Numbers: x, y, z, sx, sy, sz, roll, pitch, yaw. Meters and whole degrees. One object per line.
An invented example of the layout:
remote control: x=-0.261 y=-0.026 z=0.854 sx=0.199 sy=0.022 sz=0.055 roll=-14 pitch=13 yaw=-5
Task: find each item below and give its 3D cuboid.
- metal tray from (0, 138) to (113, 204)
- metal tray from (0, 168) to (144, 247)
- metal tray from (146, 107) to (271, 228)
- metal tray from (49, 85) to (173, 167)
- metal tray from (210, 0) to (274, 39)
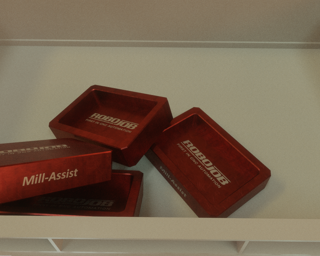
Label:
metal tray: x=-0.123 y=0.035 z=0.292 sx=0.131 sy=0.030 sz=0.090 roll=-5 pitch=10 yaw=-44
metal tray: x=-0.086 y=0.074 z=0.311 sx=0.131 sy=0.030 sz=0.090 roll=3 pitch=19 yaw=2
metal tray: x=0.051 y=0.039 z=0.368 sx=0.091 sy=0.030 sz=0.130 roll=-29 pitch=56 yaw=-23
metal tray: x=-0.061 y=-0.009 z=0.384 sx=0.130 sy=0.030 sz=0.090 roll=14 pitch=49 yaw=33
metal tray: x=0.151 y=-0.221 z=0.591 sx=0.091 sy=0.030 sz=0.130 roll=-3 pitch=50 yaw=-3
